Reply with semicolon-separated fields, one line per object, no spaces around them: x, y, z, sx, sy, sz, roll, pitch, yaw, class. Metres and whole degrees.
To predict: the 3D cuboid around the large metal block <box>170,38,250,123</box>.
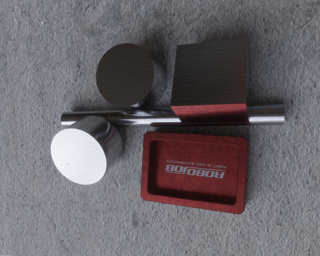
0.062;-0.053;0.362;0.080;0.050;0.080;-1;69;20;large metal block

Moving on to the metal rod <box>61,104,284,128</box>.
0.003;-0.014;0.410;0.301;0.025;0.025;-1;90;19;metal rod

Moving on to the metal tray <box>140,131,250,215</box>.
0.043;0.052;0.391;0.130;0.030;0.089;4;91;19;metal tray

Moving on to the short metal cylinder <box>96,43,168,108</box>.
-0.036;-0.066;0.410;0.080;0.050;0.080;0;89;20;short metal cylinder

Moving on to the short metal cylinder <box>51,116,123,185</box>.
-0.097;0.029;0.418;0.080;0.050;0.079;7;113;16;short metal cylinder
